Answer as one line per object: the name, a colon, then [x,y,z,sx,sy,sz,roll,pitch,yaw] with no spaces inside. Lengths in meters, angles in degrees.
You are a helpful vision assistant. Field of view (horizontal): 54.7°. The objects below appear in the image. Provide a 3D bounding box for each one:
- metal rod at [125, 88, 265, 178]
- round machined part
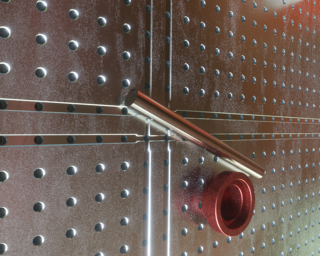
metal rod: [0.071,0.021,0.468,0.301,0.025,0.025,29,72,-36]
round machined part: [0.103,0.115,0.485,0.099,0.042,0.097,0,90,-40]
